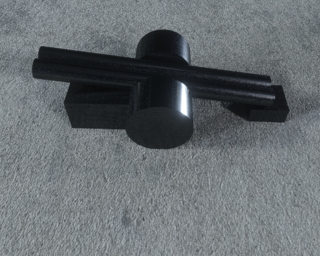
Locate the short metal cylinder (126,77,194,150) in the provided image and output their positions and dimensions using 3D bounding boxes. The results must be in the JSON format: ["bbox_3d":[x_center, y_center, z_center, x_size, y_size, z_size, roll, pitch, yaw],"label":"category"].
[{"bbox_3d":[0.000,-0.017,0.383,0.080,0.080,0.050,1,50,1],"label":"short metal cylinder"}]

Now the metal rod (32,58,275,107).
[{"bbox_3d":[-0.004,-0.057,0.394,0.302,0.025,0.025,6,50,-5],"label":"metal rod"}]

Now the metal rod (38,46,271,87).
[{"bbox_3d":[-0.003,-0.076,0.410,0.302,0.025,0.025,6,50,-5],"label":"metal rod"}]

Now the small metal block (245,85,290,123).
[{"bbox_3d":[0.147,-0.035,0.435,0.050,0.025,0.050,2,50,2],"label":"small metal block"}]

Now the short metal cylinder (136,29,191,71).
[{"bbox_3d":[0.004,-0.093,0.448,0.080,0.080,0.050,1,50,1],"label":"short metal cylinder"}]

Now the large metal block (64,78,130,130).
[{"bbox_3d":[-0.077,-0.044,0.426,0.080,0.050,0.080,2,50,1],"label":"large metal block"}]
